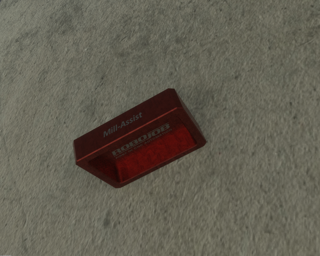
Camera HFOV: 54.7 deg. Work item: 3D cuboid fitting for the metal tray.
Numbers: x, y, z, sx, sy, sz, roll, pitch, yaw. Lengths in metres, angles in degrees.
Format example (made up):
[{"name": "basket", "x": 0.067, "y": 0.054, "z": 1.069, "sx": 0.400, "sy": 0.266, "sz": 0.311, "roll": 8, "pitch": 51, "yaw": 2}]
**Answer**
[{"name": "metal tray", "x": -0.021, "y": 0.017, "z": 0.361, "sx": 0.130, "sy": 0.090, "sz": 0.030, "roll": -28, "pitch": 53, "yaw": 10}]
